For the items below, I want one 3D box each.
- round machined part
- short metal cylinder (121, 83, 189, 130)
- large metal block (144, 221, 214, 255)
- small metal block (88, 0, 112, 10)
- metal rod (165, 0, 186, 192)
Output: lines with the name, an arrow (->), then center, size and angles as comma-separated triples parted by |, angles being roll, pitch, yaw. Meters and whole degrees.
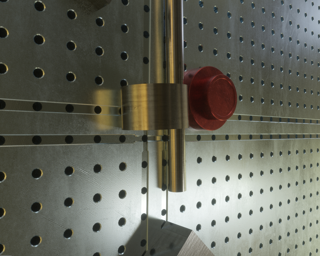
round machined part -> 0.079, -0.045, 0.467 | 0.099, 0.042, 0.097 | 0, 90, -40
short metal cylinder -> -0.006, -0.024, 0.370 | 0.081, 0.080, 0.050 | -4, 93, -40
large metal block -> 0.025, 0.187, 0.417 | 0.080, 0.050, 0.080 | -52, 121, -28
small metal block -> -0.071, -0.173, 0.350 | 0.050, 0.025, 0.050 | 38, 67, -34
metal rod -> 0.021, -0.062, 0.428 | 0.025, 0.025, 0.298 | -2, 91, -40
